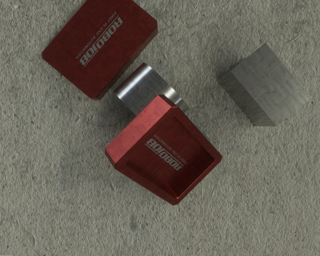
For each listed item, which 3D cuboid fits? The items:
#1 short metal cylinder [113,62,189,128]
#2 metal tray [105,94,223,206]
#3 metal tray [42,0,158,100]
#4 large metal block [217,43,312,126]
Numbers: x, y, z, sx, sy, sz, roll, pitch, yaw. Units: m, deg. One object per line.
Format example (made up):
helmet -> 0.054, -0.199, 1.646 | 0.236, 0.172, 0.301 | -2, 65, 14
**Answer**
short metal cylinder -> -0.011, -0.034, 0.382 | 0.050, 0.080, 0.080 | -44, 90, 0
metal tray -> 0.010, 0.032, 0.365 | 0.090, 0.030, 0.130 | -46, 135, 1
metal tray -> -0.076, -0.112, 0.407 | 0.090, 0.030, 0.130 | 40, 90, 0
large metal block -> 0.123, -0.049, 0.383 | 0.050, 0.080, 0.080 | -40, 90, 0
